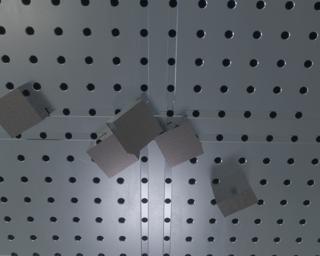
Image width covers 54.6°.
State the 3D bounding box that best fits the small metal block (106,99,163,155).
[{"bbox_3d":[-0.032,-0.002,0.400,0.050,0.025,0.050,-40,109,-23],"label":"small metal block"}]

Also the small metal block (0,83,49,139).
[{"bbox_3d":[-0.184,-0.022,0.404,0.050,0.025,0.050,-29,108,10],"label":"small metal block"}]

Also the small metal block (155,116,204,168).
[{"bbox_3d":[0.025,0.019,0.420,0.050,0.025,0.050,-25,108,9],"label":"small metal block"}]

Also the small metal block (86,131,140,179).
[{"bbox_3d":[-0.063,0.033,0.425,0.050,0.025,0.050,-33,107,11],"label":"small metal block"}]

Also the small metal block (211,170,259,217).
[{"bbox_3d":[0.103,0.091,0.434,0.050,0.050,0.025,-27,108,9],"label":"small metal block"}]
